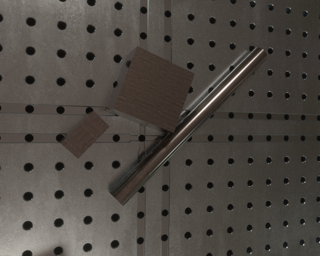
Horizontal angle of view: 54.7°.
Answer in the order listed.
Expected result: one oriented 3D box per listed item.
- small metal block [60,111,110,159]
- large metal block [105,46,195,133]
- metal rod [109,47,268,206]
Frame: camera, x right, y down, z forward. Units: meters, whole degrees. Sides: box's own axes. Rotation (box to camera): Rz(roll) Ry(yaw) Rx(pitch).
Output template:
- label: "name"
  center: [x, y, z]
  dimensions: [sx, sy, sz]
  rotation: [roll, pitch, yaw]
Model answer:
- label: "small metal block"
  center: [-0.091, 0.007, 0.366]
  dimensions: [0.025, 0.050, 0.050]
  rotation: [46, 76, -15]
- label: "large metal block"
  center: [-0.013, -0.045, 0.395]
  dimensions: [0.080, 0.050, 0.080]
  rotation: [22, 83, -19]
- label: "metal rod"
  center: [0.049, -0.011, 0.431]
  dimensions: [0.301, 0.025, 0.025]
  rotation: [-44, 104, -15]
